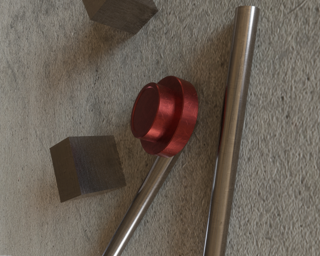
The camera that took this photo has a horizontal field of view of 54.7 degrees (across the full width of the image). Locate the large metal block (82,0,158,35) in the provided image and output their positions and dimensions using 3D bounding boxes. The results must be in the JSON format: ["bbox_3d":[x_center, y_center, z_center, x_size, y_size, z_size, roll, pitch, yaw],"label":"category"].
[{"bbox_3d":[-0.060,-0.182,0.416,0.050,0.081,0.080,-36,68,34],"label":"large metal block"}]

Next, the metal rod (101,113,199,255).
[{"bbox_3d":[-0.030,0.111,0.427,0.025,0.025,0.298,42,115,31],"label":"metal rod"}]

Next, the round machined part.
[{"bbox_3d":[-0.001,-0.016,0.370,0.098,0.042,0.098,-34,48,49],"label":"round machined part"}]

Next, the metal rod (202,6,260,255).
[{"bbox_3d":[0.075,0.022,0.341,0.025,0.025,0.298,11,97,39],"label":"metal rod"}]

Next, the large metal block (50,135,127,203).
[{"bbox_3d":[-0.104,0.057,0.452,0.050,0.081,0.080,-26,74,37],"label":"large metal block"}]
